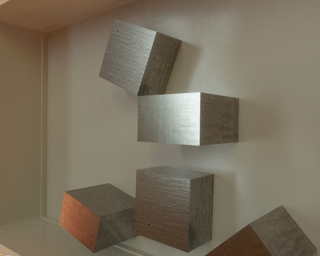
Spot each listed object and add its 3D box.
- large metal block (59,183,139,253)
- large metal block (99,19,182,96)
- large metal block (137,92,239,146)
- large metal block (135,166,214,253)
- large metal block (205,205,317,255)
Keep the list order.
[{"bbox_3d":[-0.082,0.122,0.439,0.080,0.081,0.050,20,103,38],"label":"large metal block"},{"bbox_3d":[-0.028,-0.092,0.414,0.080,0.050,0.079,29,108,36],"label":"large metal block"},{"bbox_3d":[0.032,-0.009,0.344,0.080,0.081,0.050,1,91,40],"label":"large metal block"},{"bbox_3d":[0.017,0.093,0.377,0.080,0.050,0.079,3,92,40],"label":"large metal block"},{"bbox_3d":[0.090,0.124,0.297,0.080,0.081,0.050,-49,61,29],"label":"large metal block"}]
